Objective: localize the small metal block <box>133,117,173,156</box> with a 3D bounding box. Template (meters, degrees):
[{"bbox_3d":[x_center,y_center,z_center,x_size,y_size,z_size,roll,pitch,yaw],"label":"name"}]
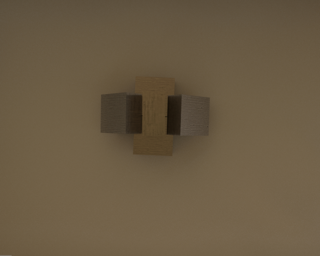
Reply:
[{"bbox_3d":[-0.008,0.010,0.409,0.050,0.025,0.050,3,90,0],"label":"small metal block"}]

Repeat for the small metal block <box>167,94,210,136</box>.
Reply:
[{"bbox_3d":[0.037,-0.016,0.398,0.050,0.025,0.050,1,91,-39],"label":"small metal block"}]

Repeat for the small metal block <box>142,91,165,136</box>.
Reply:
[{"bbox_3d":[-0.007,-0.016,0.371,0.025,0.050,0.050,1,90,-1],"label":"small metal block"}]

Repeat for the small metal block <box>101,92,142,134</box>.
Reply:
[{"bbox_3d":[-0.050,-0.018,0.395,0.050,0.025,0.050,1,90,43],"label":"small metal block"}]

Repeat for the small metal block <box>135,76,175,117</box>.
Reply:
[{"bbox_3d":[-0.007,-0.040,0.409,0.050,0.025,0.050,3,90,-1],"label":"small metal block"}]
